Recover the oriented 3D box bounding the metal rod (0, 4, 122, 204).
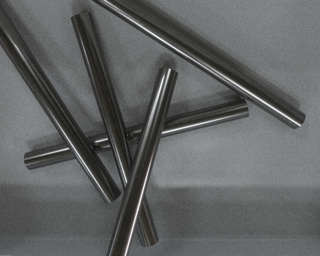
[{"bbox_3d":[-0.135,-0.035,0.378,0.025,0.025,0.299,-28,101,9],"label":"metal rod"}]

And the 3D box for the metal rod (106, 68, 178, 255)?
[{"bbox_3d":[-0.029,0.072,0.374,0.025,0.025,0.299,16,85,-6],"label":"metal rod"}]

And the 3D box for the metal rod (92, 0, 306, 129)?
[{"bbox_3d":[0.055,-0.083,0.381,0.301,0.025,0.025,30,107,-11],"label":"metal rod"}]

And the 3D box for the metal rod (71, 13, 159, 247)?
[{"bbox_3d":[-0.053,0.010,0.388,0.025,0.025,0.298,-15,100,5],"label":"metal rod"}]

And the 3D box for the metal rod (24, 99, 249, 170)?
[{"bbox_3d":[-0.034,0.010,0.414,0.301,0.025,0.025,-14,110,4],"label":"metal rod"}]
